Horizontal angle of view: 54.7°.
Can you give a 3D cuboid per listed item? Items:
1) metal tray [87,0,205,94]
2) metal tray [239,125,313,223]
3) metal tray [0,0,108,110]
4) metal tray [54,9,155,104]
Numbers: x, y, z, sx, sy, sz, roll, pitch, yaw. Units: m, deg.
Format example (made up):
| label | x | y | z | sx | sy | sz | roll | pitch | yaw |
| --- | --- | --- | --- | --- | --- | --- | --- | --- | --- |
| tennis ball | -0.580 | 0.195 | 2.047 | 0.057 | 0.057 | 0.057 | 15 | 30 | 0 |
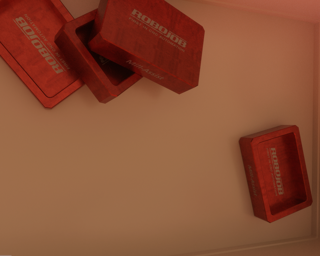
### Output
| label | x | y | z | sx | sy | sz | roll | pitch | yaw |
| --- | --- | --- | --- | --- | --- | --- | --- | --- | --- |
| metal tray | -0.009 | -0.105 | 0.358 | 0.131 | 0.030 | 0.090 | 22 | 65 | -31 |
| metal tray | 0.179 | 0.067 | 0.476 | 0.091 | 0.030 | 0.129 | -15 | 95 | -20 |
| metal tray | -0.136 | -0.097 | 0.357 | 0.090 | 0.030 | 0.130 | -41 | 103 | -16 |
| metal tray | -0.045 | -0.100 | 0.368 | 0.131 | 0.030 | 0.090 | -44 | 105 | -36 |
